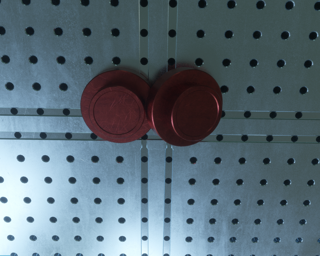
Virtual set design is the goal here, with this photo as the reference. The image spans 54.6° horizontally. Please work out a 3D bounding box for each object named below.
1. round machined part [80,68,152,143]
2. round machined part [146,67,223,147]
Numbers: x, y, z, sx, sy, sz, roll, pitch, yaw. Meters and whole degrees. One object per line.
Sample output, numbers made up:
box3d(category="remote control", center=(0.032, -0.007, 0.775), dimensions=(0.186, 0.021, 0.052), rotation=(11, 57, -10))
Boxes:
box3d(category="round machined part", center=(-0.052, -0.025, 0.395), dimensions=(0.099, 0.042, 0.097), rotation=(0, 110, 0))
box3d(category="round machined part", center=(0.036, -0.022, 0.378), dimensions=(0.099, 0.042, 0.097), rotation=(-9, 111, -23))
